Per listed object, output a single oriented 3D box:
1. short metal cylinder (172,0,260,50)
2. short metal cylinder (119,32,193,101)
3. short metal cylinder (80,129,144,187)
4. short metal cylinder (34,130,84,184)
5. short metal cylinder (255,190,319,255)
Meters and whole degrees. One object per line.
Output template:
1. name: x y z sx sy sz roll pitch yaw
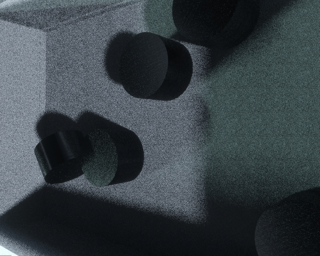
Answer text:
1. short metal cylinder: 0.061 -0.131 0.339 0.080 0.050 0.079 0 90 39
2. short metal cylinder: -0.006 -0.076 0.393 0.080 0.050 0.079 0 90 39
3. short metal cylinder: -0.069 0.041 0.445 0.080 0.050 0.079 0 90 39
4. short metal cylinder: -0.151 0.046 0.492 0.080 0.081 0.050 -44 64 31
5. short metal cylinder: 0.134 0.100 0.279 0.080 0.050 0.079 0 90 39
